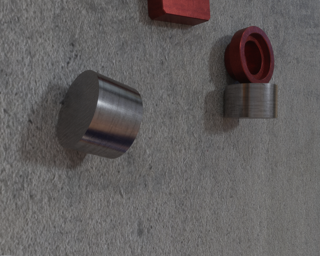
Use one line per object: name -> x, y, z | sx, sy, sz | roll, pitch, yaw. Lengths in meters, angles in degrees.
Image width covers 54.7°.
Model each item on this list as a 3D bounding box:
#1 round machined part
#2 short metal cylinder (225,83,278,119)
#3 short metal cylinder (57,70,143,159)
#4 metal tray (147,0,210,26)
round machined part -> 0.144, -0.114, 0.512 | 0.099, 0.042, 0.097 | 2, 86, -40
short metal cylinder -> 0.143, -0.041, 0.488 | 0.081, 0.080, 0.050 | 0, 90, -40
short metal cylinder -> -0.063, -0.013, 0.316 | 0.050, 0.080, 0.080 | 20, 77, -38
metal tray -> 0.024, -0.212, 0.421 | 0.091, 0.030, 0.129 | -8, 95, -40
